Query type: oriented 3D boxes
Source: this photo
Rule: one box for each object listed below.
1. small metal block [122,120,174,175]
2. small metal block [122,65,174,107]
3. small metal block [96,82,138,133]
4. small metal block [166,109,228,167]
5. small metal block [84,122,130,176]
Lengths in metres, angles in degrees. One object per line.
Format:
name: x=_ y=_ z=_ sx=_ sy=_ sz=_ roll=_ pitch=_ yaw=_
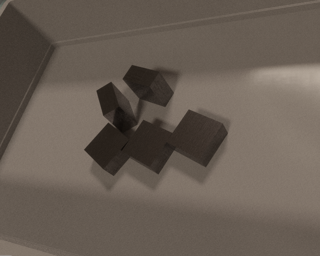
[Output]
small metal block: x=-0.012 y=0.024 z=0.396 sx=0.050 sy=0.025 sz=0.050 roll=25 pitch=75 yaw=36
small metal block: x=-0.016 y=-0.058 z=0.432 sx=0.050 sy=0.050 sz=0.025 roll=21 pitch=73 yaw=35
small metal block: x=-0.061 y=-0.029 z=0.437 sx=0.025 sy=0.050 sz=0.050 roll=-30 pitch=52 yaw=9
small metal block: x=0.045 y=0.012 z=0.374 sx=0.050 sy=0.025 sz=0.050 roll=26 pitch=76 yaw=36
small metal block: x=-0.067 y=0.028 z=0.422 sx=0.050 sy=0.025 sz=0.050 roll=-49 pitch=52 yaw=-7
